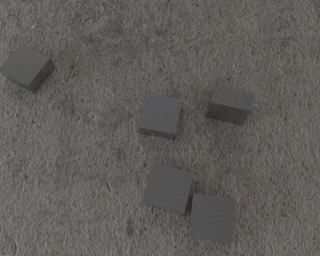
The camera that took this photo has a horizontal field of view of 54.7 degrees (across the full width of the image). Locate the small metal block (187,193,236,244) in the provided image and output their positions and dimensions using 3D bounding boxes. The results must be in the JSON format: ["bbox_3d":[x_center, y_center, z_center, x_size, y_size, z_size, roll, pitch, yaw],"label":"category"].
[{"bbox_3d":[0.061,0.108,0.369,0.050,0.025,0.050,8,70,3],"label":"small metal block"}]

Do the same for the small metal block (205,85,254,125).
[{"bbox_3d":[0.090,-0.029,0.406,0.050,0.050,0.025,13,71,5],"label":"small metal block"}]

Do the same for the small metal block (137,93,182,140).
[{"bbox_3d":[0.000,-0.015,0.414,0.050,0.025,0.050,10,70,3],"label":"small metal block"}]

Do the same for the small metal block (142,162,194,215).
[{"bbox_3d":[0.010,0.075,0.381,0.050,0.025,0.050,15,71,5],"label":"small metal block"}]

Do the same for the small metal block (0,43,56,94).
[{"bbox_3d":[-0.187,-0.084,0.437,0.050,0.025,0.050,28,72,9],"label":"small metal block"}]
